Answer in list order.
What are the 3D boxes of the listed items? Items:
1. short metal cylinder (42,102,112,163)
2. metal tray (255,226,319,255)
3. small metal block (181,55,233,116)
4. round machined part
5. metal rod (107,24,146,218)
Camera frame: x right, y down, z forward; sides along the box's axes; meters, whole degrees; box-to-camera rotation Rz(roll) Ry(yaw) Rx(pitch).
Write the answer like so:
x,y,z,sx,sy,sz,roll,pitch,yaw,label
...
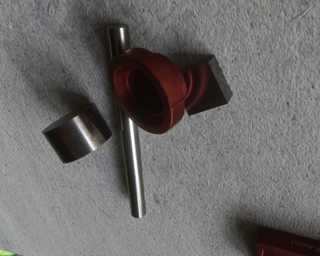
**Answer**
x,y,z,sx,sy,sz,roll,pitch,yaw,label
-0.115,0.006,0.433,0.080,0.080,0.050,-17,110,34,short metal cylinder
0.196,0.191,0.418,0.130,0.030,0.089,9,123,22,metal tray
0.047,-0.047,0.352,0.050,0.025,0.050,-17,110,34,small metal block
-0.009,-0.045,0.347,0.098,0.042,0.097,33,145,28,round machined part
-0.042,0.010,0.433,0.025,0.025,0.298,11,123,22,metal rod
